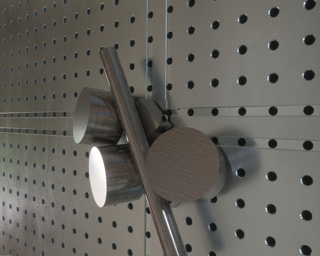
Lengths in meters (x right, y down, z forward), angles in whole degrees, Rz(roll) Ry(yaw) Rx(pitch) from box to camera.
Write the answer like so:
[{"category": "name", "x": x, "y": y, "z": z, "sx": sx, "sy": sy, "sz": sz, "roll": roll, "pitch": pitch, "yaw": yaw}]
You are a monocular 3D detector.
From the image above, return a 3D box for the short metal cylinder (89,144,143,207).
[{"category": "short metal cylinder", "x": -0.061, "y": 0.063, "z": 0.421, "sx": 0.080, "sy": 0.050, "sz": 0.079, "roll": 15, "pitch": 107, "yaw": 61}]

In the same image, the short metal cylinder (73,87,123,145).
[{"category": "short metal cylinder", "x": -0.088, "y": -0.015, "z": 0.443, "sx": 0.080, "sy": 0.050, "sz": 0.080, "roll": -25, "pitch": 60, "yaw": 56}]

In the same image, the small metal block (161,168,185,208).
[{"category": "small metal block", "x": 0.009, "y": 0.072, "z": 0.397, "sx": 0.050, "sy": 0.025, "sz": 0.050, "roll": -48, "pitch": 62, "yaw": 29}]

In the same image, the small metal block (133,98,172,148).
[{"category": "small metal block", "x": -0.020, "y": -0.004, "z": 0.421, "sx": 0.050, "sy": 0.025, "sz": 0.050, "roll": -51, "pitch": 61, "yaw": 28}]

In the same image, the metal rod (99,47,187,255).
[{"category": "metal rod", "x": -0.024, "y": 0.029, "z": 0.391, "sx": 0.025, "sy": 0.025, "sz": 0.299, "roll": -32, "pitch": 70, "yaw": 35}]

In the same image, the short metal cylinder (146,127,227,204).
[{"category": "short metal cylinder", "x": 0.031, "y": 0.044, "z": 0.346, "sx": 0.080, "sy": 0.050, "sz": 0.080, "roll": -6, "pitch": 74, "yaw": 19}]
